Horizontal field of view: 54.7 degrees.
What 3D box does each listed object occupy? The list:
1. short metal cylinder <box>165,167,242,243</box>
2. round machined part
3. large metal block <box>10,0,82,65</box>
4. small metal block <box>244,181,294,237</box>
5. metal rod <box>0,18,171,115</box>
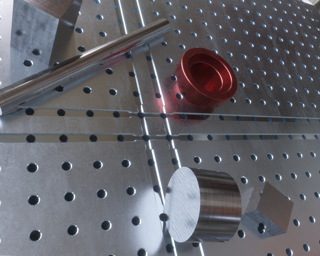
[{"bbox_3d":[0.045,0.086,0.346,0.050,0.080,0.080,11,57,-23],"label":"short metal cylinder"},{"bbox_3d":[0.067,-0.073,0.480,0.099,0.042,0.098,14,56,-21],"label":"round machined part"},{"bbox_3d":[-0.138,-0.140,0.385,0.050,0.080,0.080,27,52,-12],"label":"large metal block"},{"bbox_3d":[0.150,0.110,0.424,0.050,0.025,0.050,39,51,-2],"label":"small metal block"},{"bbox_3d":[-0.084,-0.098,0.423,0.025,0.025,0.302,48,51,5],"label":"metal rod"}]
